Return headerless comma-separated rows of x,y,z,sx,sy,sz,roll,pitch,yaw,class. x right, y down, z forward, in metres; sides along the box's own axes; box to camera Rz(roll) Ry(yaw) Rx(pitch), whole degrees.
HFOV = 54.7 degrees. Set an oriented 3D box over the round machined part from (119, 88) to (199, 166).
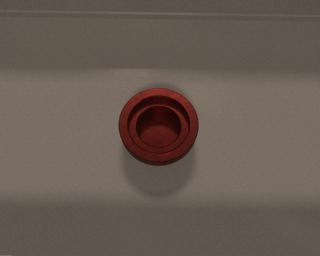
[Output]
-0.002,0.001,0.400,0.099,0.042,0.098,0,70,-1,round machined part
